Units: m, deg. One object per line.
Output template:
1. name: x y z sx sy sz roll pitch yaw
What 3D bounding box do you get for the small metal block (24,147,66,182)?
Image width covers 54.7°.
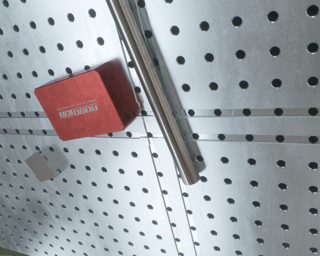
1. small metal block: -0.209 0.067 0.563 0.050 0.025 0.050 -20 108 35

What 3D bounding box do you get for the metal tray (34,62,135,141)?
1. metal tray: -0.110 -0.033 0.446 0.130 0.030 0.090 -10 114 32

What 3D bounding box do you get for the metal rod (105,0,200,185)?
1. metal rod: -0.011 -0.057 0.381 0.025 0.025 0.299 -10 114 32
